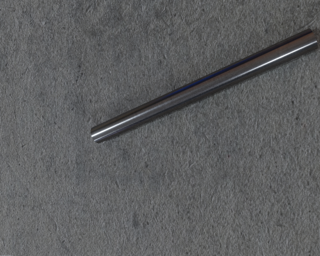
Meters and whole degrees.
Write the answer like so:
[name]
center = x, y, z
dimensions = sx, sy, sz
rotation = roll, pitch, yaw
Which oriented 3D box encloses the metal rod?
[metal rod]
center = 0.041, -0.045, 0.394
dimensions = 0.300, 0.025, 0.025
rotation = -23, 83, 18
